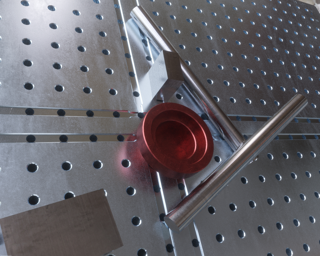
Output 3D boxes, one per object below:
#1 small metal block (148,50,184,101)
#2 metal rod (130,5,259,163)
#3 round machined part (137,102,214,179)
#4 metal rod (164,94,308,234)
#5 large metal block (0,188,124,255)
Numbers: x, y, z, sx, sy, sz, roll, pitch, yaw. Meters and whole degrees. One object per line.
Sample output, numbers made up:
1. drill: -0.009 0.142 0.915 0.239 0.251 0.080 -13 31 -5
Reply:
1. small metal block: 0.008 -0.074 0.443 0.025 0.050 0.050 5 59 -26
2. metal rod: 0.048 -0.071 0.479 0.025 0.025 0.299 -28 77 -38
3. round machined part: 0.016 0.019 0.396 0.099 0.042 0.098 14 56 -21
4. metal rod: 0.120 0.033 0.425 0.302 0.025 0.025 -36 82 -30
5. large metal block: -0.089 0.098 0.266 0.081 0.080 0.050 -11 68 -33
